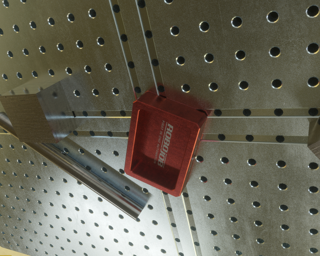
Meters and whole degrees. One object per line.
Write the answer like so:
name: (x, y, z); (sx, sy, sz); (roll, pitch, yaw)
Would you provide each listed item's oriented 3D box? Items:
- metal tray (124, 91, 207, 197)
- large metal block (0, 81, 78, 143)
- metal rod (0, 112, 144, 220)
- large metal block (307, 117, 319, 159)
metal tray: (0.003, 0.025, 0.421); (0.090, 0.030, 0.129); (22, 127, 14)
large metal block: (-0.186, -0.024, 0.479); (0.080, 0.050, 0.080); (0, 119, 28)
metal rod: (-0.159, 0.063, 0.533); (0.301, 0.025, 0.025); (33, 129, 6)
large metal block: (0.204, 0.014, 0.296); (0.080, 0.050, 0.080); (46, 129, -4)
